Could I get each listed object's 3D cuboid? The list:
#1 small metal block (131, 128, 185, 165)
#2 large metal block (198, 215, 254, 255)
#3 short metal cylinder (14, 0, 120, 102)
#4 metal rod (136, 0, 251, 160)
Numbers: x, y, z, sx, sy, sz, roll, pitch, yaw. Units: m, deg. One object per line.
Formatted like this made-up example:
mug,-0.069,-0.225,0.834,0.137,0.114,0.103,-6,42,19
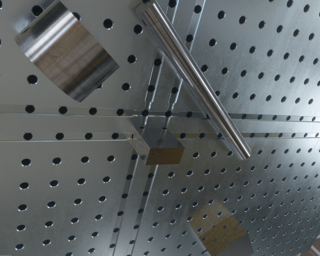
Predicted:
small metal block,-0.004,0.024,0.409,0.050,0.050,0.025,1,118,-30
large metal block,0.133,0.233,0.615,0.080,0.050,0.080,-31,129,-9
short metal cylinder,-0.084,-0.070,0.287,0.050,0.080,0.080,-43,130,1
metal rod,0.062,-0.043,0.420,0.025,0.025,0.300,-42,130,0
